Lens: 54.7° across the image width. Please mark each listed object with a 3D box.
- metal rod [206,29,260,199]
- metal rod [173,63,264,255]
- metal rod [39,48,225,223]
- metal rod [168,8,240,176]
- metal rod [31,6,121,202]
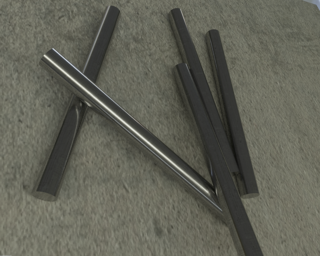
[{"bbox_3d":[0.108,-0.039,0.487,0.025,0.025,0.299,9,58,-24],"label":"metal rod"},{"bbox_3d":[0.065,0.028,0.395,0.025,0.025,0.299,4,51,-27],"label":"metal rod"},{"bbox_3d":[-0.014,0.019,0.366,0.300,0.025,0.025,41,51,-9],"label":"metal rod"},{"bbox_3d":[0.061,-0.068,0.480,0.025,0.025,0.299,0,62,-29],"label":"metal rod"},{"bbox_3d":[-0.093,-0.054,0.387,0.025,0.025,0.300,21,54,-16],"label":"metal rod"}]
